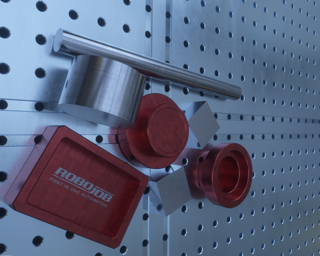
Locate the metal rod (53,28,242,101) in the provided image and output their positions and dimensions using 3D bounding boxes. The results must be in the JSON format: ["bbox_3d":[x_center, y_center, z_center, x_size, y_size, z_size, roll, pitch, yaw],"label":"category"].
[{"bbox_3d":[0.010,-0.074,0.416,0.302,0.025,0.025,8,85,-40],"label":"metal rod"}]

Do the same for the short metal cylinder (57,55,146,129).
[{"bbox_3d":[-0.059,-0.035,0.323,0.080,0.080,0.050,22,76,-38],"label":"short metal cylinder"}]

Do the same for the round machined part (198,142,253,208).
[{"bbox_3d":[0.097,0.071,0.480,0.099,0.042,0.097,0,90,-40],"label":"round machined part"}]

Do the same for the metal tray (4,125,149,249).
[{"bbox_3d":[-0.082,0.066,0.337,0.130,0.030,0.090,38,67,-33],"label":"metal tray"}]

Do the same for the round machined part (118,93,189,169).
[{"bbox_3d":[-0.001,0.004,0.396,0.099,0.042,0.097,3,85,-40],"label":"round machined part"}]

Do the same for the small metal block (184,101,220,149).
[{"bbox_3d":[0.056,-0.005,0.456,0.050,0.025,0.050,-46,118,-30],"label":"small metal block"}]

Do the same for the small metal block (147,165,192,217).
[{"bbox_3d":[0.012,0.083,0.419,0.050,0.025,0.050,-25,106,-37],"label":"small metal block"}]
